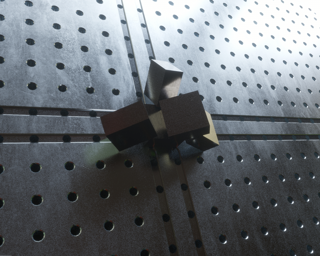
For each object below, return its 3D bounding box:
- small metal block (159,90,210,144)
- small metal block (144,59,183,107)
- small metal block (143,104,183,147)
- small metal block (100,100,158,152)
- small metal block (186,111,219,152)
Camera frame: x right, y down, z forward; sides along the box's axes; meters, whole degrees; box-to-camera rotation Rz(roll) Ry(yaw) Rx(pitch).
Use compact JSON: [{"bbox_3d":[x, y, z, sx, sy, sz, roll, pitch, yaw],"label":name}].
[{"bbox_3d":[0.030,-0.013,0.385,0.050,0.025,0.050,-15,65,1],"label":"small metal block"},{"bbox_3d":[0.003,-0.060,0.417,0.025,0.050,0.050,3,25,-26],"label":"small metal block"},{"bbox_3d":[0.001,-0.003,0.410,0.050,0.025,0.050,2,61,-27],"label":"small metal block"},{"bbox_3d":[-0.035,-0.001,0.361,0.050,0.050,0.025,-22,64,0],"label":"small metal block"},{"bbox_3d":[0.053,0.000,0.422,0.050,0.025,0.050,27,45,-52],"label":"small metal block"}]
